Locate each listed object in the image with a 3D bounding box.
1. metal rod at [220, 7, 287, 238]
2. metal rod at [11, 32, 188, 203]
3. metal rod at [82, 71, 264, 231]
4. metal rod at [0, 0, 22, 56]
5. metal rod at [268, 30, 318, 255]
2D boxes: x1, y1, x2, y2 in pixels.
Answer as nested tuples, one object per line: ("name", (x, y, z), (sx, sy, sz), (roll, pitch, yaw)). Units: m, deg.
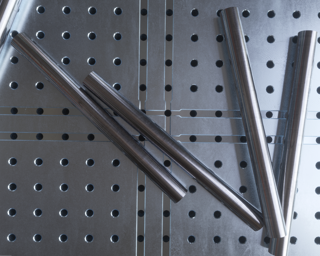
("metal rod", (0.121, -0.010, 0.404), (0.025, 0.025, 0.298), (-11, 86, 0))
("metal rod", (-0.079, -0.013, 0.412), (0.300, 0.025, 0.025), (44, 90, -1))
("metal rod", (0.020, 0.031, 0.413), (0.300, 0.025, 0.025), (40, 90, -1))
("metal rod", (-0.244, -0.056, 0.410), (0.025, 0.025, 0.299), (22, 90, -1))
("metal rod", (0.178, 0.021, 0.415), (0.025, 0.025, 0.298), (8, 90, -1))
